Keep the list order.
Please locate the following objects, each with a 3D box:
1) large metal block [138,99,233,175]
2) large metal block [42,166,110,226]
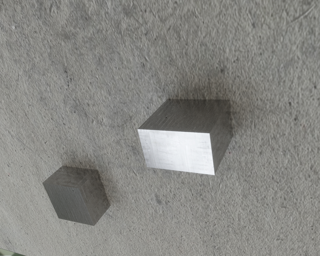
[{"bbox_3d":[0.033,0.006,0.357,0.080,0.080,0.050,3,120,27],"label":"large metal block"},{"bbox_3d":[-0.143,0.116,0.538,0.080,0.050,0.080,2,119,27],"label":"large metal block"}]
